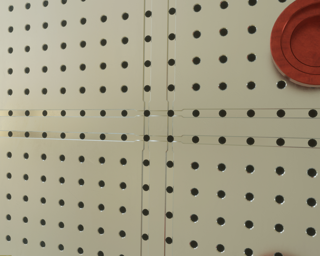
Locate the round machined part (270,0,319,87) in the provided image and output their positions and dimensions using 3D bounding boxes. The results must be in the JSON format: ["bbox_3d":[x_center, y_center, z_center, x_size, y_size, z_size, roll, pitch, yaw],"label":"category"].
[{"bbox_3d":[0.174,-0.093,0.342,0.098,0.042,0.097,0,90,20],"label":"round machined part"}]
